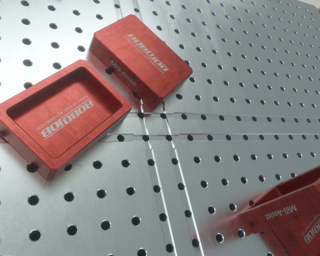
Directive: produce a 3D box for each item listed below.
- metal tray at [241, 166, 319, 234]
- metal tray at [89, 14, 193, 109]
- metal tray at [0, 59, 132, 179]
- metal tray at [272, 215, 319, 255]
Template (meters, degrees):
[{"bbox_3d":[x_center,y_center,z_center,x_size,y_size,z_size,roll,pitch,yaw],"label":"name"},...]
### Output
[{"bbox_3d":[0.173,0.084,0.385,0.091,0.129,0.030,-23,75,-37],"label":"metal tray"},{"bbox_3d":[-0.025,-0.100,0.454,0.130,0.030,0.090,44,51,1],"label":"metal tray"},{"bbox_3d":[-0.107,-0.016,0.357,0.090,0.030,0.131,44,51,2],"label":"metal tray"},{"bbox_3d":[0.226,0.139,0.444,0.131,0.030,0.090,-25,75,-37],"label":"metal tray"}]
